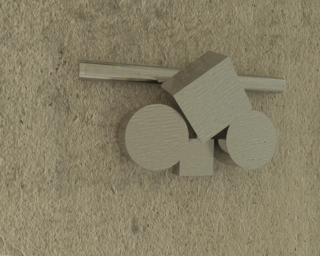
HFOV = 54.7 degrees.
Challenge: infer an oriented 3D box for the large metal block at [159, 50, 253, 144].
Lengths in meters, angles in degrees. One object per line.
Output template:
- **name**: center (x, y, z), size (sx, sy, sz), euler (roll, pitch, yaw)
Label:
- **large metal block**: center (0.060, -0.041, 0.400), size (0.080, 0.050, 0.080), euler (-36, 119, -3)

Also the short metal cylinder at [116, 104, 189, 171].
- **short metal cylinder**: center (-0.011, 0.011, 0.392), size (0.081, 0.050, 0.079), euler (0, 90, -20)

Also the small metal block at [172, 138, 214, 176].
- **small metal block**: center (0.046, 0.039, 0.428), size (0.050, 0.025, 0.050), euler (2, 89, -20)

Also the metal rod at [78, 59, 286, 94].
- **metal rod**: center (0.044, -0.068, 0.426), size (0.302, 0.025, 0.025), euler (1, 90, -20)

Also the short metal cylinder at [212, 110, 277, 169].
- **short metal cylinder**: center (0.115, 0.016, 0.439), size (0.081, 0.050, 0.079), euler (0, 90, -20)
